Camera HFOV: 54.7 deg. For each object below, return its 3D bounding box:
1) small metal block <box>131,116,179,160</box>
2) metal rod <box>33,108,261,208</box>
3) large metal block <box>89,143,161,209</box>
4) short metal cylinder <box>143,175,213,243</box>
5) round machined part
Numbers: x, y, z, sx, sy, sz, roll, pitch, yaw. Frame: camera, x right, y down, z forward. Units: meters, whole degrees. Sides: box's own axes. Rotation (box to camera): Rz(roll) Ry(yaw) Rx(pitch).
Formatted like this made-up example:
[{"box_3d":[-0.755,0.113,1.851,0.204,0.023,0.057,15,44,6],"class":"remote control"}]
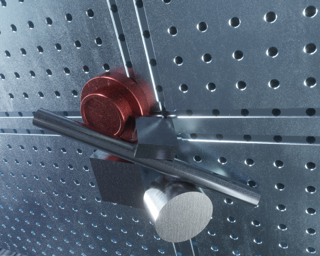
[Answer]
[{"box_3d":[-0.007,0.012,0.393,0.050,0.050,0.025,5,131,-15],"class":"small metal block"},{"box_3d":[-0.016,0.038,0.400,0.301,0.025,0.025,21,127,-1],"class":"metal rod"},{"box_3d":[-0.047,0.067,0.457,0.080,0.050,0.079,5,121,25],"class":"large metal block"},{"box_3d":[0.024,0.106,0.419,0.081,0.050,0.079,-9,116,-18],"class":"short metal cylinder"},{"box_3d":[-0.067,-0.023,0.420,0.098,0.042,0.097,13,124,20],"class":"round machined part"}]
